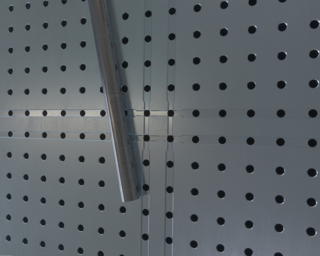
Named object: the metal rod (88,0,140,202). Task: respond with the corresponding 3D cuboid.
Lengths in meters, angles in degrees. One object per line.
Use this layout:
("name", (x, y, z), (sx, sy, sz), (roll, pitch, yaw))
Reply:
("metal rod", (-0.067, -0.048, 0.436), (0.025, 0.025, 0.299), (-11, 86, 20))
